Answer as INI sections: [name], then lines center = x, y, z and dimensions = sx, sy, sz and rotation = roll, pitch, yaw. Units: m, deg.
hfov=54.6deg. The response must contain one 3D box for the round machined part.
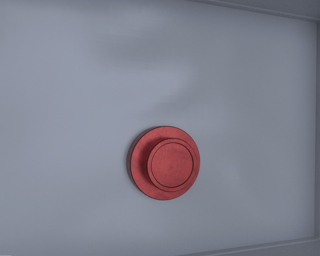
[round machined part]
center = 0.009, 0.046, 0.405
dimensions = 0.099, 0.042, 0.097
rotation = 0, 90, -20
